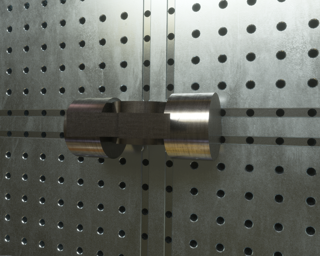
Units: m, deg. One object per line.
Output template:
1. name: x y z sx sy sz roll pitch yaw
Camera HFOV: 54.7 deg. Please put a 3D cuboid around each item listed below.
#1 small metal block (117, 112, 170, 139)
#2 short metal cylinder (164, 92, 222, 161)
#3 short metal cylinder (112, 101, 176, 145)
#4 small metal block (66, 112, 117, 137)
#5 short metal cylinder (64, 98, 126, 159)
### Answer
1. small metal block: -0.019 -0.003 0.324 0.050 0.050 0.025 1 91 -11
2. short metal cylinder: 0.041 -0.002 0.368 0.050 0.080 0.079 1 90 21
3. short metal cylinder: -0.020 -0.006 0.390 0.080 0.080 0.050 1 91 20
4. small metal block: -0.074 -0.004 0.339 0.050 0.050 0.025 1 91 -12
5. short metal cylinder: -0.082 0.000 0.412 0.050 0.080 0.079 1 91 20
